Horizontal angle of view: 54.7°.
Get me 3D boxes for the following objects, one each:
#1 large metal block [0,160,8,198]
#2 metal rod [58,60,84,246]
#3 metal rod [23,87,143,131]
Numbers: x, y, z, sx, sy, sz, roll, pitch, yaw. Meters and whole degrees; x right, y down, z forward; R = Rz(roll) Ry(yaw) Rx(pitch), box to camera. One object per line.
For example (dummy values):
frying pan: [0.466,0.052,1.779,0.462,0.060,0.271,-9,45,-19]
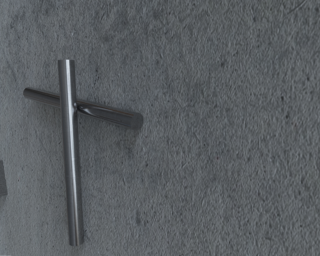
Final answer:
large metal block: [-0.398,0.120,0.693,0.050,0.081,0.080,-23,75,37]
metal rod: [-0.142,0.044,0.496,0.025,0.025,0.298,6,101,39]
metal rod: [-0.145,-0.039,0.521,0.300,0.025,0.025,15,100,38]
